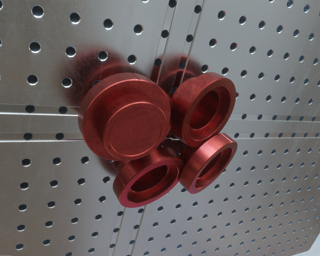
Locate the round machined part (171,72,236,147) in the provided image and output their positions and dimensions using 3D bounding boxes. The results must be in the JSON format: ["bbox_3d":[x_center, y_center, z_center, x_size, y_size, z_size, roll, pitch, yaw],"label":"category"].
[{"bbox_3d":[0.050,-0.027,0.401,0.099,0.042,0.097,-28,136,-30],"label":"round machined part"}]

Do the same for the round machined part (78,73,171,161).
[{"bbox_3d":[-0.032,-0.005,0.326,0.099,0.042,0.097,-14,125,-21],"label":"round machined part"}]

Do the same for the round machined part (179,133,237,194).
[{"bbox_3d":[0.063,0.045,0.449,0.099,0.042,0.097,-35,150,-24],"label":"round machined part"}]

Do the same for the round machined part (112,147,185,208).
[{"bbox_3d":[-0.019,0.060,0.417,0.099,0.042,0.097,-24,144,-18],"label":"round machined part"}]

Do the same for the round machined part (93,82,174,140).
[{"bbox_3d":[-0.036,-0.016,0.371,0.099,0.042,0.097,-14,125,-21],"label":"round machined part"}]
